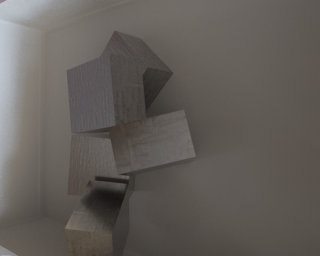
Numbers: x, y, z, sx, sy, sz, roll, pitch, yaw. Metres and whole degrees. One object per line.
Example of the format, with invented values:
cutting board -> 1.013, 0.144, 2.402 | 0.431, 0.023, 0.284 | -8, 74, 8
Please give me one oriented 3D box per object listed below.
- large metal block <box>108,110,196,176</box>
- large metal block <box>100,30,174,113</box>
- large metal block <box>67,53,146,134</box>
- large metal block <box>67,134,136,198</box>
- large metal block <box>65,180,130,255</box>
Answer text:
large metal block -> -0.006, 0.021, 0.354 | 0.080, 0.080, 0.050 | -13, 80, 1
large metal block -> -0.042, -0.071, 0.423 | 0.080, 0.050, 0.080 | 51, 120, 27
large metal block -> -0.066, -0.037, 0.378 | 0.080, 0.050, 0.080 | -9, 85, 39
large metal block -> -0.076, 0.051, 0.428 | 0.080, 0.050, 0.079 | 6, 94, 5
large metal block -> -0.071, 0.122, 0.375 | 0.050, 0.080, 0.079 | 5, 120, 5
